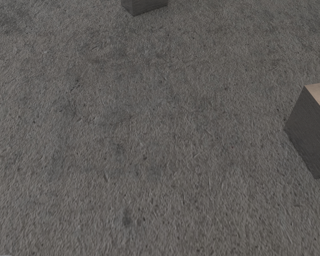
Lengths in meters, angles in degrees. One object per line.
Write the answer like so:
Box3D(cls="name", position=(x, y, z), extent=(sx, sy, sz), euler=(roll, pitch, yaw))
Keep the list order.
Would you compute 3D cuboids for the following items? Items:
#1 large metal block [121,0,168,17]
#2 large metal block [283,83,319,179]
Box3D(cls="large metal block", position=(-0.031, -0.274, 0.597), extent=(0.081, 0.080, 0.050), euler=(-25, 55, -20))
Box3D(cls="large metal block", position=(0.200, 0.002, 0.367), extent=(0.050, 0.080, 0.080), euler=(-10, 51, -8))
